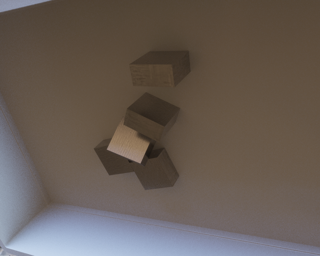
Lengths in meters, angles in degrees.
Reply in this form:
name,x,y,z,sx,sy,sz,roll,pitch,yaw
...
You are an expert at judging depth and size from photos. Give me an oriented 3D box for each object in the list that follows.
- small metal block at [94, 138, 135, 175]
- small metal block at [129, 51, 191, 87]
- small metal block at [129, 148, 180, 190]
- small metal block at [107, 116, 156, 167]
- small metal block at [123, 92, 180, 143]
name,x,y,z,sx,sy,sz,roll,pitch,yaw
small metal block,-0.063,0.041,0.466,0.050,0.025,0.050,-14,112,33
small metal block,0.001,-0.067,0.349,0.050,0.050,0.025,6,121,25
small metal block,-0.008,0.060,0.449,0.050,0.025,0.050,-15,111,34
small metal block,-0.035,0.018,0.418,0.050,0.050,0.025,21,168,15
small metal block,-0.009,-0.015,0.387,0.050,0.050,0.025,26,127,11
